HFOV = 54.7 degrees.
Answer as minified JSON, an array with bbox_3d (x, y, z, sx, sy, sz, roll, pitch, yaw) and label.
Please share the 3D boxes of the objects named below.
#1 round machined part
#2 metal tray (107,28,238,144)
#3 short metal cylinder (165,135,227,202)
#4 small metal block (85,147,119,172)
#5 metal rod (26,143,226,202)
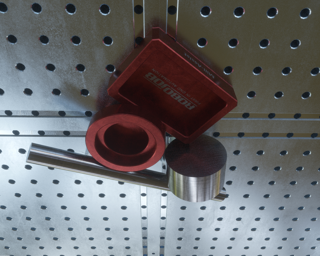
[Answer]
[{"bbox_3d":[-0.042,0.008,0.396,0.099,0.042,0.097,1,130,1],"label":"round machined part"},{"bbox_3d":[0.016,-0.044,0.370,0.130,0.030,0.090,33,122,-25],"label":"metal tray"},{"bbox_3d":[0.048,0.053,0.419,0.080,0.080,0.050,-3,130,2],"label":"short metal cylinder"},{"bbox_3d":[-0.076,0.036,0.441,0.050,0.025,0.050,22,127,-18],"label":"small metal block"},{"bbox_3d":[-0.030,0.069,0.444,0.302,0.025,0.025,17,129,-25],"label":"metal rod"}]
